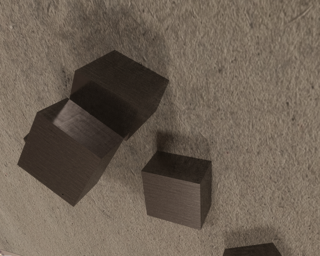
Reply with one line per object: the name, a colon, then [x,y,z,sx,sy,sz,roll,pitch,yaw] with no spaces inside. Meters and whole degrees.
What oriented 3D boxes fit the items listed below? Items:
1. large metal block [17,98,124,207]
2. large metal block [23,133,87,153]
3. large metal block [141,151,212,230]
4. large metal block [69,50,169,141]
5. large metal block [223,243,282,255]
large metal block: [-0.101,0.026,0.347,0.080,0.050,0.080,36,120,4]
large metal block: [-0.126,0.016,0.438,0.080,0.080,0.050,19,141,16]
large metal block: [0.025,0.085,0.428,0.080,0.050,0.079,9,122,23]
large metal block: [-0.047,-0.042,0.369,0.080,0.080,0.050,31,128,8]
large metal block: [0.143,0.220,0.451,0.080,0.050,0.080,-25,105,36]
